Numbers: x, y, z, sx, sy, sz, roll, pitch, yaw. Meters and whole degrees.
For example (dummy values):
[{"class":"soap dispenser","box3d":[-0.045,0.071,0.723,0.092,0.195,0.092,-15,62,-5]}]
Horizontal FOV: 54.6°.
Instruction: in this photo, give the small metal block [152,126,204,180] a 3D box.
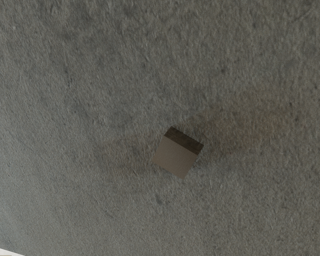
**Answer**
[{"class":"small metal block","box3d":[0.023,0.034,0.416,0.050,0.025,0.050,30,128,8]}]
